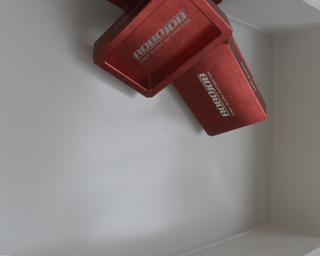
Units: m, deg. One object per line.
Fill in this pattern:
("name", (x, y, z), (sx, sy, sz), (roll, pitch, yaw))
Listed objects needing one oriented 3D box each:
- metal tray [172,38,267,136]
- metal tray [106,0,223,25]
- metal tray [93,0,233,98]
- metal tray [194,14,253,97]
("metal tray", (0.079, -0.053, 0.427), (0.130, 0.090, 0.030), (53, 34, -27))
("metal tray", (0.005, -0.154, 0.338), (0.131, 0.090, 0.030), (1, 73, -61))
("metal tray", (0.001, -0.097, 0.341), (0.090, 0.130, 0.030), (31, 37, -36))
("metal tray", (0.082, -0.101, 0.465), (0.090, 0.030, 0.130), (-46, 113, -31))
